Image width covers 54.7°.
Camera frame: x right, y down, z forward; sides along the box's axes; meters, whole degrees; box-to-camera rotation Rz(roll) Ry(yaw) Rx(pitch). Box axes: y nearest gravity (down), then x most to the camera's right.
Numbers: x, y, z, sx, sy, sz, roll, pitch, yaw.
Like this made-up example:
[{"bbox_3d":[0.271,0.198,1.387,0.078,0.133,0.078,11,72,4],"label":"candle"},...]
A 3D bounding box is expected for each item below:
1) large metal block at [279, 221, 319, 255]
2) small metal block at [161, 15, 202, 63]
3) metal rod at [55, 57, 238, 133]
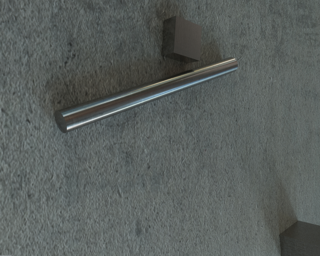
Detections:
[{"bbox_3d":[0.302,0.235,0.627,0.081,0.080,0.050,-12,98,-40],"label":"large metal block"},{"bbox_3d":[0.031,-0.122,0.432,0.050,0.025,0.050,6,86,-40],"label":"small metal block"},{"bbox_3d":[0.007,-0.055,0.412,0.302,0.025,0.025,-24,105,-38],"label":"metal rod"}]
